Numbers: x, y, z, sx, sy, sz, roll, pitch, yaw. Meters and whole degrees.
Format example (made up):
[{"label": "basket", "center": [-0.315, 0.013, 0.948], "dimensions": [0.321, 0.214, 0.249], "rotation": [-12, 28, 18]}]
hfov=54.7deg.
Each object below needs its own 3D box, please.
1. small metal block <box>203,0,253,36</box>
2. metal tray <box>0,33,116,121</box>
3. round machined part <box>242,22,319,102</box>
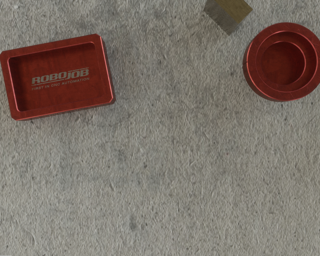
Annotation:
[{"label": "small metal block", "center": [0.086, -0.152, 0.398], "dimensions": [0.050, 0.050, 0.025], "rotation": [45, 90, 0]}, {"label": "metal tray", "center": [-0.131, -0.065, 0.406], "dimensions": [0.131, 0.030, 0.089], "rotation": [-11, 90, 0]}, {"label": "round machined part", "center": [0.156, -0.082, 0.403], "dimensions": [0.099, 0.042, 0.097], "rotation": [0, 90, 0]}]
